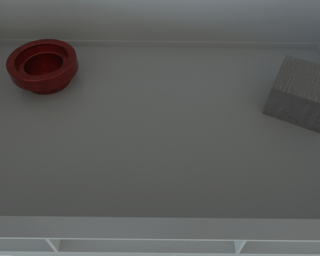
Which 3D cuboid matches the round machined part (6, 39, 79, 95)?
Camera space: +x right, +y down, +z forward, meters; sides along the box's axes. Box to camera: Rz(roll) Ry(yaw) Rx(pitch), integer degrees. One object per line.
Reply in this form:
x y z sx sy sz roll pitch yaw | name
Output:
-0.172 -0.088 0.466 0.099 0.042 0.098 0 50 0 | round machined part

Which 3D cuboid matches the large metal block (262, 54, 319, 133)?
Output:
0.200 -0.049 0.433 0.080 0.050 0.080 22 53 17 | large metal block

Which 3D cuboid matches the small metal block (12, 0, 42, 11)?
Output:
-0.270 -0.267 0.612 0.050 0.050 0.025 21 53 16 | small metal block
